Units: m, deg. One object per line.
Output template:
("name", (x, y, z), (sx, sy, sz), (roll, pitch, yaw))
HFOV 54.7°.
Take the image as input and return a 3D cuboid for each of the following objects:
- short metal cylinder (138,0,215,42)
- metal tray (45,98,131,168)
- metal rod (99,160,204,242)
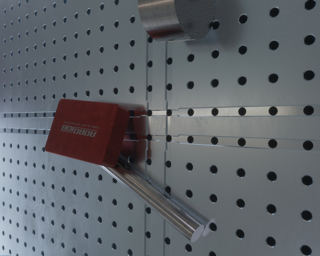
("short metal cylinder", (0.021, -0.141, 0.356), (0.050, 0.081, 0.079), (8, 95, 40))
("metal tray", (-0.114, 0.005, 0.477), (0.130, 0.030, 0.090), (8, 79, 34))
("metal rod", (-0.060, 0.064, 0.458), (0.300, 0.025, 0.025), (31, 109, 35))
